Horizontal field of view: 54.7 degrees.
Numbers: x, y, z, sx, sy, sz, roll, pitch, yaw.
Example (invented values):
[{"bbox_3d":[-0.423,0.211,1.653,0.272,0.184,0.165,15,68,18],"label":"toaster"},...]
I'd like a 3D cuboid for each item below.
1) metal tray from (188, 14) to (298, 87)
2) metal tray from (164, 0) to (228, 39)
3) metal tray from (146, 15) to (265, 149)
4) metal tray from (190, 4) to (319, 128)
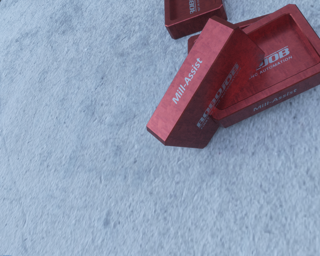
[{"bbox_3d":[0.102,-0.094,0.403,0.130,0.030,0.090,-10,57,22],"label":"metal tray"},{"bbox_3d":[0.054,-0.211,0.500,0.090,0.030,0.130,-14,56,20],"label":"metal tray"},{"bbox_3d":[0.051,-0.040,0.330,0.030,0.090,0.129,40,106,31],"label":"metal tray"},{"bbox_3d":[0.108,-0.067,0.346,0.130,0.030,0.090,-26,63,16],"label":"metal tray"}]
